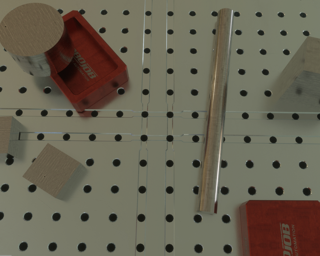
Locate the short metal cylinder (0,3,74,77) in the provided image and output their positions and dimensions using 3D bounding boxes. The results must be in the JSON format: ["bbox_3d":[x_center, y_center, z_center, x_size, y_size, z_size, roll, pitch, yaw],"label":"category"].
[{"bbox_3d":[-0.159,-0.115,0.407,0.081,0.050,0.080,0,70,0],"label":"short metal cylinder"}]

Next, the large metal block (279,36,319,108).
[{"bbox_3d":[0.215,-0.068,0.409,0.080,0.080,0.050,14,71,5],"label":"large metal block"}]

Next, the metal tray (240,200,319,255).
[{"bbox_3d":[0.145,0.150,0.355,0.091,0.030,0.130,1,70,0],"label":"metal tray"}]

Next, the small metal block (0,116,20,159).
[{"bbox_3d":[-0.216,0.013,0.405,0.050,0.025,0.050,-2,70,-1],"label":"small metal block"}]

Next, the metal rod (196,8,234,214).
[{"bbox_3d":[0.079,-0.037,0.425,0.025,0.025,0.299,8,70,3],"label":"metal rod"}]

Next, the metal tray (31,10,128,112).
[{"bbox_3d":[-0.119,-0.098,0.443,0.090,0.030,0.130,-37,74,-13],"label":"metal tray"}]

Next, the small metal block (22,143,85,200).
[{"bbox_3d":[-0.133,0.055,0.391,0.050,0.025,0.050,29,73,10],"label":"small metal block"}]
